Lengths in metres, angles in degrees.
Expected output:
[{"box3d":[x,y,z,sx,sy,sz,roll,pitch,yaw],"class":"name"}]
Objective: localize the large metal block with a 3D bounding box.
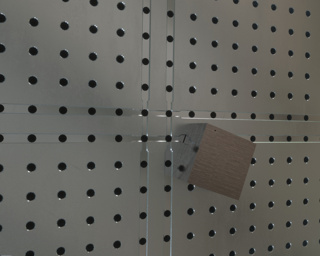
[{"box3d":[0.074,0.045,0.426,0.080,0.050,0.080,22,83,-19],"class":"large metal block"}]
